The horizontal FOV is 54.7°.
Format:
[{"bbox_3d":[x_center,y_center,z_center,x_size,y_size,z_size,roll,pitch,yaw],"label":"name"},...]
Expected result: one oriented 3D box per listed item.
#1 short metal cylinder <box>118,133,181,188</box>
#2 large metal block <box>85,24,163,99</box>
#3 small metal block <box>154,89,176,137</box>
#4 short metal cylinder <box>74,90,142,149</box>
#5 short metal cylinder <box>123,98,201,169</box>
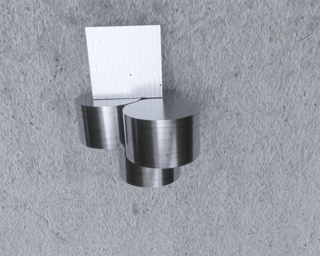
[{"bbox_3d":[-0.013,0.033,0.394,0.081,0.080,0.050,0,110,0],"label":"short metal cylinder"},{"bbox_3d":[-0.039,-0.080,0.368,0.080,0.050,0.079,-2,110,0],"label":"large metal block"},{"bbox_3d":[0.006,-0.020,0.393,0.025,0.050,0.050,1,110,-1],"label":"small metal block"},{"bbox_3d":[-0.059,-0.013,0.377,0.080,0.080,0.050,-2,110,0],"label":"short metal cylinder"},{"bbox_3d":[0.003,0.002,0.330,0.080,0.080,0.050,-2,110,0],"label":"short metal cylinder"}]
